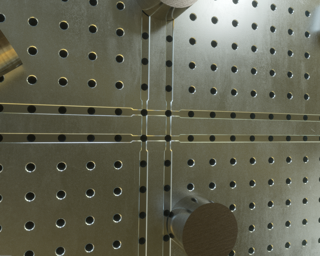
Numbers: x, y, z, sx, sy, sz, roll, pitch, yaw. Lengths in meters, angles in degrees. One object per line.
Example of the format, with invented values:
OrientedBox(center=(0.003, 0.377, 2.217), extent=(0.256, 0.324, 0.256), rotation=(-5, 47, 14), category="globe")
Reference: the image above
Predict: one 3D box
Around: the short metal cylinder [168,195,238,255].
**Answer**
OrientedBox(center=(0.057, 0.135, 0.420), extent=(0.081, 0.050, 0.079), rotation=(0, 90, -20), category="short metal cylinder")

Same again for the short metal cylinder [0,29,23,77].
OrientedBox(center=(-0.187, -0.087, 0.314), extent=(0.050, 0.080, 0.080), rotation=(-37, 102, -16), category="short metal cylinder")

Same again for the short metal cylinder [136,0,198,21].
OrientedBox(center=(0.011, -0.188, 0.403), extent=(0.081, 0.050, 0.079), rotation=(0, 90, -20), category="short metal cylinder")
